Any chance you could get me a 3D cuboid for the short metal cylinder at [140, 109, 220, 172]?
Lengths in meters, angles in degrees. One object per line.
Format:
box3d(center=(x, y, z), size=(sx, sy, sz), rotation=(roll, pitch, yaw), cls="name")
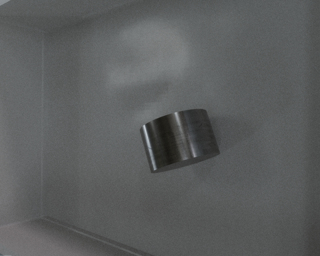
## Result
box3d(center=(0.022, 0.016, 0.354), size=(0.080, 0.081, 0.050), rotation=(-25, 74, 37), cls="short metal cylinder")
